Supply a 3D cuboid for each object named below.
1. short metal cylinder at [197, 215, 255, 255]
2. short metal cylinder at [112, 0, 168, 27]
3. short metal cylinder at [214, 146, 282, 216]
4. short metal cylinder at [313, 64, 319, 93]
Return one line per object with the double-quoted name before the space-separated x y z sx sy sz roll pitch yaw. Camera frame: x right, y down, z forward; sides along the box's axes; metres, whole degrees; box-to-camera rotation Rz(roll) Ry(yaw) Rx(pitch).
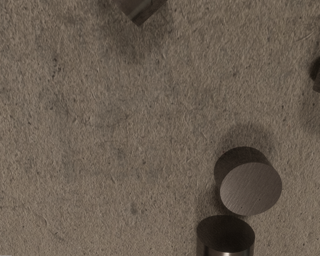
"short metal cylinder" 0.093 0.170 0.445 0.081 0.080 0.050 -1 110 0
"short metal cylinder" -0.031 -0.154 0.323 0.050 0.080 0.080 -40 106 13
"short metal cylinder" 0.118 0.072 0.425 0.081 0.050 0.079 0 110 -1
"short metal cylinder" 0.228 -0.062 0.361 0.081 0.080 0.050 7 110 -3
